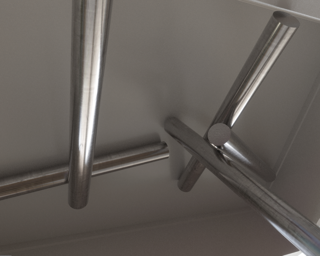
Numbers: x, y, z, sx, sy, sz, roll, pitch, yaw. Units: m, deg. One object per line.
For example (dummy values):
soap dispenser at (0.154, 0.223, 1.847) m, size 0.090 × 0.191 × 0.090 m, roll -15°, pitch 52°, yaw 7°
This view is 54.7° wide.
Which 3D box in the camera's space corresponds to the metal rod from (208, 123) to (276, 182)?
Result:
metal rod at (0.134, 0.048, 0.455) m, size 0.025 × 0.025 × 0.301 m, roll -49°, pitch 147°, yaw 7°

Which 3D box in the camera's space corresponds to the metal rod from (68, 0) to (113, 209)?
metal rod at (-0.069, -0.005, 0.280) m, size 0.025 × 0.025 × 0.298 m, roll -9°, pitch 143°, yaw -24°

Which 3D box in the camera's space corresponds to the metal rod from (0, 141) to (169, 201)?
metal rod at (-0.129, 0.059, 0.375) m, size 0.303 × 0.025 × 0.025 m, roll -12°, pitch 124°, yaw -23°

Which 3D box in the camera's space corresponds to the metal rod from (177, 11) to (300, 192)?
metal rod at (0.074, -0.002, 0.379) m, size 0.025 × 0.025 × 0.298 m, roll -9°, pitch 145°, yaw -24°

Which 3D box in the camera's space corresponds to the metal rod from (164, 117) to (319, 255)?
metal rod at (0.087, 0.059, 0.307) m, size 0.025 × 0.300 × 0.025 m, roll -14°, pitch 121°, yaw -24°
